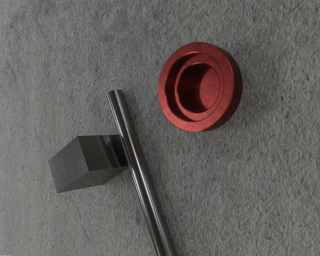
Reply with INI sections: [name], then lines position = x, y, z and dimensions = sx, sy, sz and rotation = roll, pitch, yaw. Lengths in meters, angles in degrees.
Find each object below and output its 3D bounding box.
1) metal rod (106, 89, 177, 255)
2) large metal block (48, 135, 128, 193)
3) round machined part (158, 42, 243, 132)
[metal rod]
position = -0.019, 0.085, 0.418
dimensions = 0.025, 0.025, 0.299
rotation = -31, 71, 35
[large metal block]
position = -0.100, 0.051, 0.449
dimensions = 0.080, 0.081, 0.050
rotation = -34, 69, 34
[round machined part]
position = 0.049, -0.044, 0.352
dimensions = 0.098, 0.042, 0.097
rotation = 0, 90, 39
